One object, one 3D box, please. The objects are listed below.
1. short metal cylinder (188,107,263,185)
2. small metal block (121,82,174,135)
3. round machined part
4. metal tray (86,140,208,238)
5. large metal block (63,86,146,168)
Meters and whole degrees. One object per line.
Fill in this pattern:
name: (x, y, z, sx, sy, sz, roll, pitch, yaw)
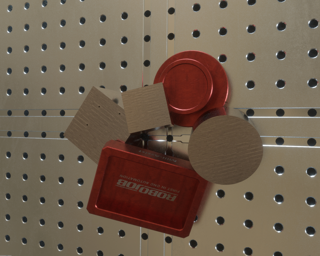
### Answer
short metal cylinder: (0.074, 0.019, 0.361, 0.080, 0.050, 0.079, 2, 104, 8)
small metal block: (-0.014, -0.022, 0.368, 0.050, 0.025, 0.050, -13, 83, 8)
round machined part: (0.036, -0.050, 0.390, 0.098, 0.042, 0.097, 0, 90, 20)
metal tray: (-0.015, 0.076, 0.385, 0.131, 0.030, 0.089, 16, 103, -3)
large metal block: (-0.070, 0.000, 0.424, 0.080, 0.050, 0.080, 37, 102, 16)
